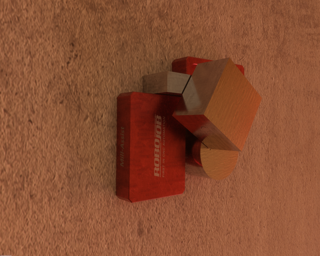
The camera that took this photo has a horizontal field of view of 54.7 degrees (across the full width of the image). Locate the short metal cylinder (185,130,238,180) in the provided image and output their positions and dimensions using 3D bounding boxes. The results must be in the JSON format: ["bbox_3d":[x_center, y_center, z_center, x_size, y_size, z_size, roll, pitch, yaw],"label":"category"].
[{"bbox_3d":[0.068,0.032,0.446,0.081,0.050,0.080,0,91,-39],"label":"short metal cylinder"}]

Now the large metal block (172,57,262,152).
[{"bbox_3d":[0.073,-0.027,0.384,0.080,0.050,0.080,40,66,-33],"label":"large metal block"}]

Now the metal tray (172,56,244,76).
[{"bbox_3d":[0.077,-0.054,0.466,0.131,0.030,0.089,-2,92,-40],"label":"metal tray"}]

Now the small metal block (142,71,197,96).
[{"bbox_3d":[0.012,-0.055,0.400,0.050,0.050,0.025,1,90,-40],"label":"small metal block"}]

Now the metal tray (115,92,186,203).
[{"bbox_3d":[-0.010,0.023,0.396,0.091,0.030,0.129,1,90,-40],"label":"metal tray"}]
